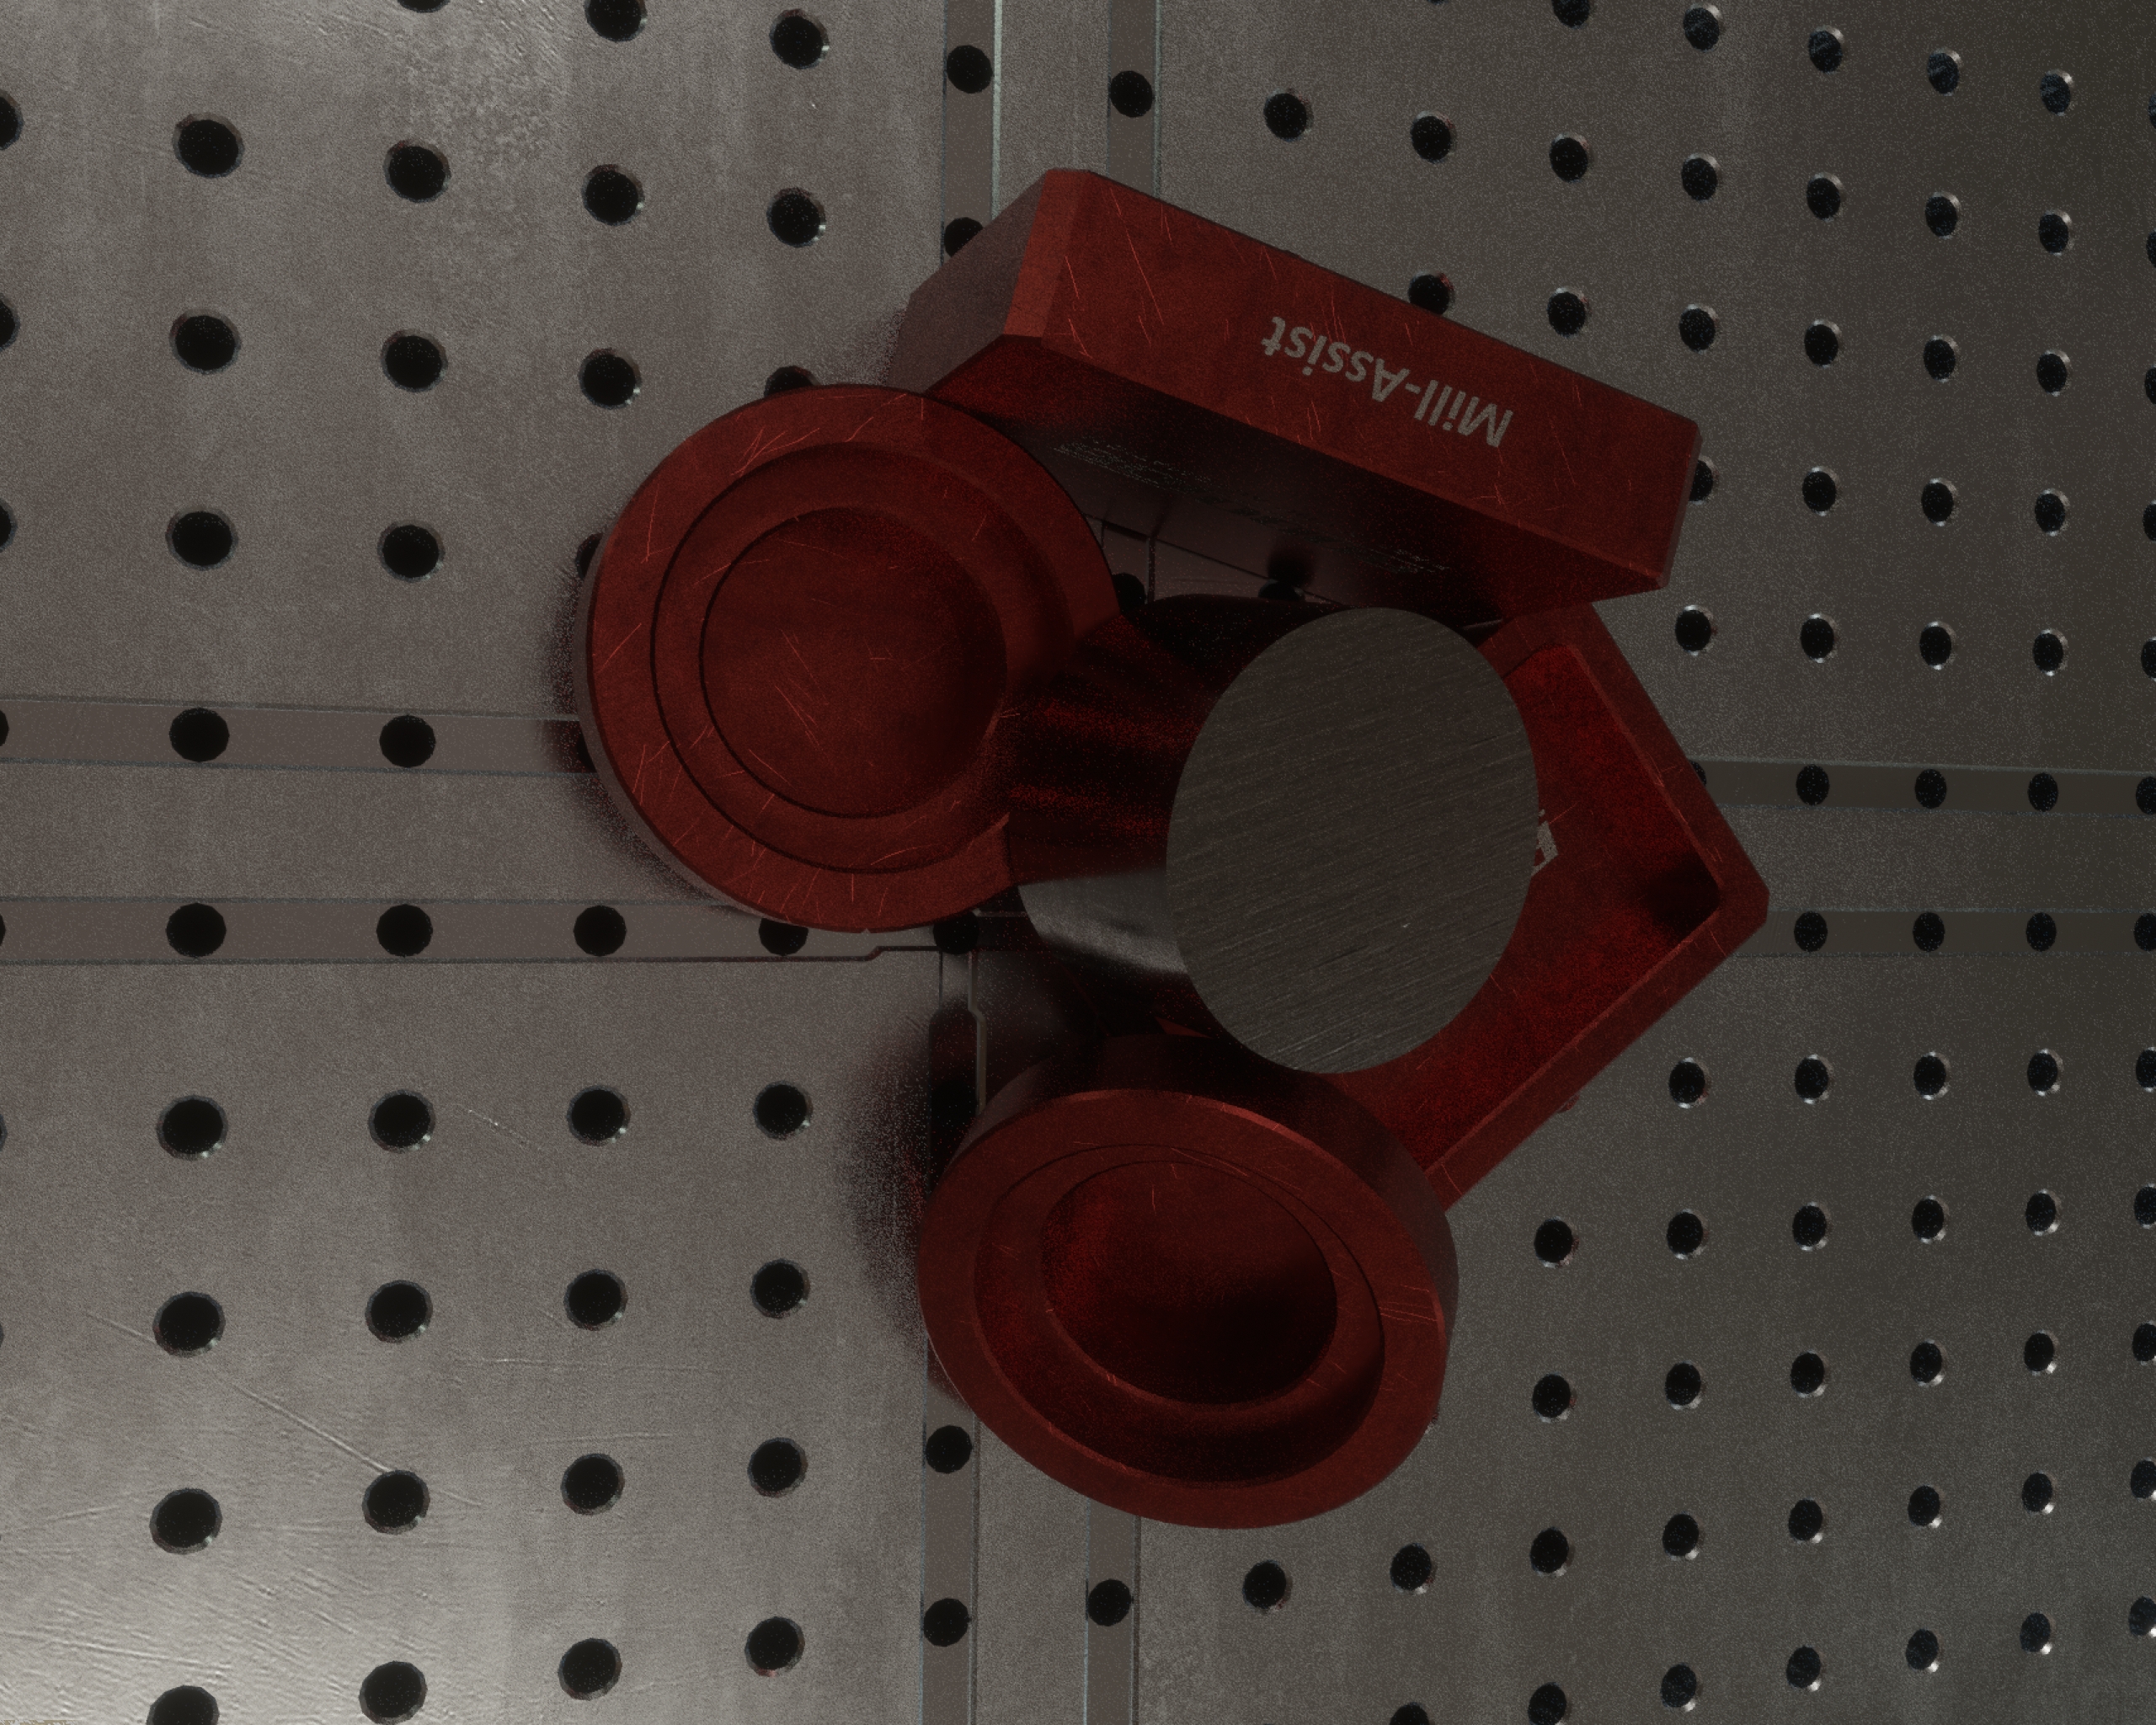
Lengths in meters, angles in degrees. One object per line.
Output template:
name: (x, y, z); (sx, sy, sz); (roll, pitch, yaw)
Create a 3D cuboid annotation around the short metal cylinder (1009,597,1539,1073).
short metal cylinder: (0.035, -0.007, 0.374); (0.081, 0.050, 0.079); (-7, 102, -31)

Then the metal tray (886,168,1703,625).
metal tray: (0.037, -0.081, 0.392); (0.131, 0.090, 0.030); (16, 85, -20)

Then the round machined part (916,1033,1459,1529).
round machined part: (0.023, 0.074, 0.395); (0.098, 0.042, 0.097); (7, 117, 14)

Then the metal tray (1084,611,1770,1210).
metal tray: (0.073, 0.013, 0.438); (0.131, 0.030, 0.090); (-38, 103, -16)

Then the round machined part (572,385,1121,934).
round machined part: (-0.044, -0.036, 0.388); (0.099, 0.042, 0.097); (0, 90, -21)
